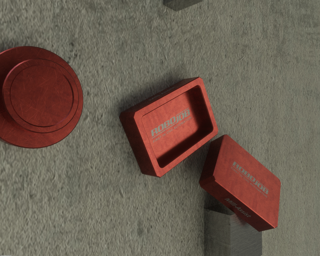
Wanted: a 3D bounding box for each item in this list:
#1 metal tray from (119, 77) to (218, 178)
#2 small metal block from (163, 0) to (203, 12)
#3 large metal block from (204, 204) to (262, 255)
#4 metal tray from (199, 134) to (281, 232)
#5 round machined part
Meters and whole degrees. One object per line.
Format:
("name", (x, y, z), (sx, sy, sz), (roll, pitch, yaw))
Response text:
("metal tray", (0.018, -0.005, 0.416), (0.131, 0.030, 0.090), (-32, 110, -35))
("small metal block", (0.033, -0.192, 0.416), (0.025, 0.050, 0.050), (11, 83, -40))
("large metal block", (0.115, 0.163, 0.486), (0.081, 0.050, 0.079), (-2, 91, -40))
("metal tray", (0.124, 0.082, 0.465), (0.130, 0.030, 0.090), (39, 46, -15))
("round machined part", (-0.118, -0.029, 0.295), (0.099, 0.042, 0.097), (0, 90, -40))
